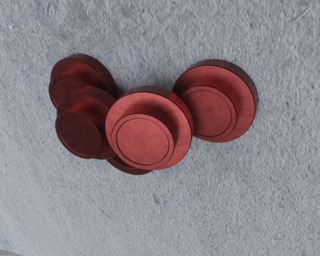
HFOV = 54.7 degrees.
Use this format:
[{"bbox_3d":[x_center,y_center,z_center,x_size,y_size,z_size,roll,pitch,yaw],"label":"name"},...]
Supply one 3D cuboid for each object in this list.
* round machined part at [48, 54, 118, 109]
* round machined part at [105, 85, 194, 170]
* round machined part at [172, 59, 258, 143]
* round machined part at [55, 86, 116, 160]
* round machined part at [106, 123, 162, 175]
[{"bbox_3d":[-0.111,-0.048,0.423,0.098,0.042,0.097,13,124,20],"label":"round machined part"},{"bbox_3d":[-0.014,0.006,0.340,0.098,0.042,0.097,5,117,10],"label":"round machined part"},{"bbox_3d":[0.057,-0.024,0.350,0.098,0.042,0.097,13,124,20],"label":"round machined part"},{"bbox_3d":[-0.090,0.000,0.388,0.098,0.042,0.097,13,124,20],"label":"round machined part"},{"bbox_3d":[-0.036,0.013,0.423,0.098,0.042,0.097,13,124,20],"label":"round machined part"}]
